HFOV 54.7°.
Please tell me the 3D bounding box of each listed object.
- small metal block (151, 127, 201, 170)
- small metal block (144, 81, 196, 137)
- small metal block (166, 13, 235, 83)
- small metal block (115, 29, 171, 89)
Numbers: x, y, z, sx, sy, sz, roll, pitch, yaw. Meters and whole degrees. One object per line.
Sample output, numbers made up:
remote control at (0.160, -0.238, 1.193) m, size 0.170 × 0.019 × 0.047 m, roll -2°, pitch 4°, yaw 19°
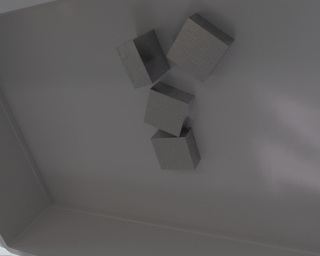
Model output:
small metal block at (0.022, 0.028, 0.415) m, size 0.050 × 0.025 × 0.050 m, roll -4°, pitch 117°, yaw 30°
small metal block at (0.011, -0.024, 0.388) m, size 0.050 × 0.025 × 0.050 m, roll 23°, pitch 127°, yaw 14°
small metal block at (0.043, -0.086, 0.333) m, size 0.050 × 0.025 × 0.050 m, roll 37°, pitch 129°, yaw 3°
small metal block at (-0.018, -0.079, 0.353) m, size 0.025 × 0.050 × 0.050 m, roll -12°, pitch 112°, yaw 33°
